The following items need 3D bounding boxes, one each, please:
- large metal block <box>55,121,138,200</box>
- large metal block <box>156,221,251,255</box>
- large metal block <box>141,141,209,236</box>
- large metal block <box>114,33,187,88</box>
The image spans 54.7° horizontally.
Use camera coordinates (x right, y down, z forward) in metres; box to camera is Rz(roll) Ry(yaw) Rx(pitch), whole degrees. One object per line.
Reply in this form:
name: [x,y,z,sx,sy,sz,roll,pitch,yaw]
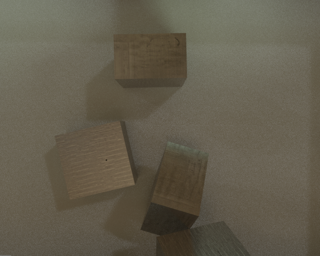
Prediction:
large metal block: [-0.079,0.039,0.398,0.080,0.050,0.080,-13,90,0]
large metal block: [0.047,0.148,0.315,0.081,0.080,0.050,-7,115,-18]
large metal block: [0.017,0.076,0.368,0.050,0.080,0.080,17,51,0]
large metal block: [-0.011,-0.080,0.384,0.081,0.080,0.050,-1,90,0]
